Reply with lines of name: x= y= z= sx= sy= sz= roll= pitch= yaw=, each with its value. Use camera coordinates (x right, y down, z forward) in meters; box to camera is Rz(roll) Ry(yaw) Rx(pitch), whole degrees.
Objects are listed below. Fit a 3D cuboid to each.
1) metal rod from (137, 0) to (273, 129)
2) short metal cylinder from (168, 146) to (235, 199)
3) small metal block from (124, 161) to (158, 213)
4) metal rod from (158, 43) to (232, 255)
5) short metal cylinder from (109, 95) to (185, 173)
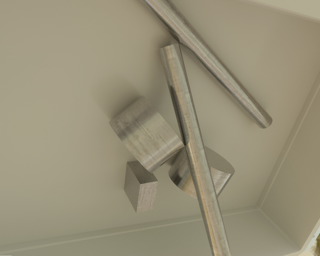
metal rod: x=0.073 y=-0.078 z=0.402 sx=0.025 sy=0.025 sz=0.301 roll=-49 pitch=129 yaw=6
short metal cylinder: x=0.059 y=0.062 z=0.446 sx=0.081 sy=0.080 sz=0.050 roll=18 pitch=109 yaw=-36
small metal block: x=-0.028 y=0.080 z=0.428 sx=0.025 sy=0.050 sz=0.050 roll=-6 pitch=121 yaw=-26
metal rod: x=0.049 y=0.046 z=0.388 sx=0.025 sy=0.025 sz=0.298 roll=-19 pitch=102 yaw=-18
short metal cylinder: x=-0.015 y=0.007 z=0.371 sx=0.050 sy=0.080 sz=0.080 roll=-40 pitch=130 yaw=-2
